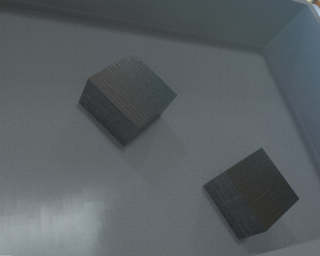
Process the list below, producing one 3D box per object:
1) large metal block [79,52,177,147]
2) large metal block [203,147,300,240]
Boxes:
[{"bbox_3d":[-0.040,-0.037,0.391,0.080,0.050,0.080,45,51,3],"label":"large metal block"},{"bbox_3d":[0.118,0.083,0.402,0.081,0.050,0.080,-24,75,-36],"label":"large metal block"}]
